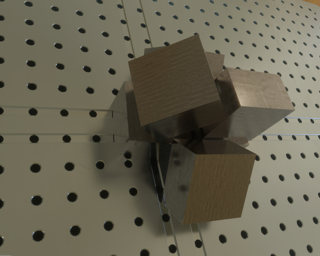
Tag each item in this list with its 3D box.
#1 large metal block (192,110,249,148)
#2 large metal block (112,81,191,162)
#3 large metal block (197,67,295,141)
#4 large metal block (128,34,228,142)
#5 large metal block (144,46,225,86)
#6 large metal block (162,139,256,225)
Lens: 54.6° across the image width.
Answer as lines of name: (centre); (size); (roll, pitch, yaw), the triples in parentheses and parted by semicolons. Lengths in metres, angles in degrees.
large metal block: (0.065, -0.003, 0.427); (0.081, 0.050, 0.080); (3, 61, -27)
large metal block: (-0.012, -0.006, 0.389); (0.081, 0.050, 0.080); (7, 59, -25)
large metal block: (0.096, -0.024, 0.375); (0.081, 0.080, 0.050); (2, 61, -28)
large metal block: (0.019, -0.041, 0.333); (0.080, 0.050, 0.080); (-19, 64, 13)
large metal block: (0.029, -0.080, 0.427); (0.081, 0.080, 0.050); (2, 99, -27)
large metal block: (0.055, 0.059, 0.359); (0.081, 0.050, 0.079); (2, 105, -27)
